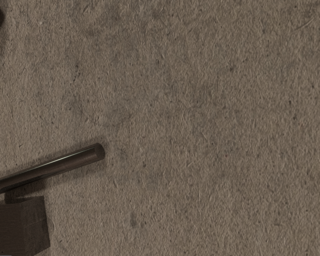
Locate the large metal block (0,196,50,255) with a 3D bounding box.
[{"bbox_3d":[-0.222,0.151,0.472,0.080,0.050,0.080,-10,87,19],"label":"large metal block"}]

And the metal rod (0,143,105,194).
[{"bbox_3d":[-0.220,0.080,0.484,0.300,0.025,0.025,-19,84,18],"label":"metal rod"}]
